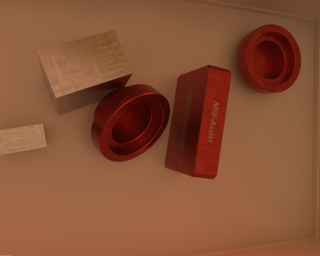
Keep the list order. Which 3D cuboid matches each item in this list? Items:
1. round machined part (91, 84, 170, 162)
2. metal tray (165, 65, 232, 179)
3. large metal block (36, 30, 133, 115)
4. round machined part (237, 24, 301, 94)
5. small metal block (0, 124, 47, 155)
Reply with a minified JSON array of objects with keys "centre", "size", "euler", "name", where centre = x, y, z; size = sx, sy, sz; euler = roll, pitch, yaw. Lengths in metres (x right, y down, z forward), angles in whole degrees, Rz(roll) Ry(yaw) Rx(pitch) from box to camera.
[{"centre":[-0.039,-0.010,0.370],"size":[0.099,0.042,0.097],"euler":[-30,143,-25],"name":"round machined part"},{"centre":[0.045,-0.007,0.393],"size":[0.030,0.090,0.129],"euler":[10,87,-20],"name":"metal tray"},{"centre":[-0.085,-0.059,0.346],"size":[0.081,0.080,0.050],"euler":[-22,87,-19],"name":"large metal block"},{"centre":[0.156,-0.099,0.461],"size":[0.099,0.042,0.097],"euler":[0,90,-21],"name":"round machined part"},{"centre":[-0.153,0.012,0.341],"size":[0.050,0.050,0.025],"euler":[-10,94,-20],"name":"small metal block"}]
